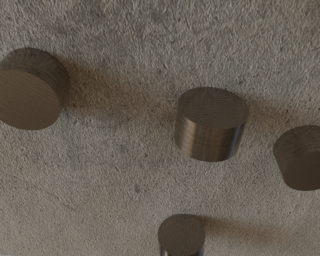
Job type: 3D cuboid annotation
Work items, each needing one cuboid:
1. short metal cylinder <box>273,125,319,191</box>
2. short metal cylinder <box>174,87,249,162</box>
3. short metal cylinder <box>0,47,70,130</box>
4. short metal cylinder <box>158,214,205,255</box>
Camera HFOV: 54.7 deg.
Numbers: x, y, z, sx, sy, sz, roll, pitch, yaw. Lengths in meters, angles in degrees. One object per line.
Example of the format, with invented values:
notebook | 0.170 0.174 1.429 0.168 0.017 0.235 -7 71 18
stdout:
short metal cylinder | 0.204 0.042 0.428 0.081 0.050 0.079 0 130 0
short metal cylinder | 0.059 -0.006 0.366 0.081 0.080 0.050 3 130 -3
short metal cylinder | -0.148 -0.044 0.352 0.081 0.050 0.079 0 130 0
short metal cylinder | 0.037 0.199 0.540 0.080 0.080 0.050 -2 130 1
